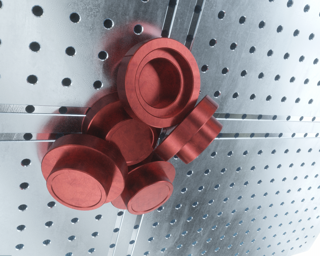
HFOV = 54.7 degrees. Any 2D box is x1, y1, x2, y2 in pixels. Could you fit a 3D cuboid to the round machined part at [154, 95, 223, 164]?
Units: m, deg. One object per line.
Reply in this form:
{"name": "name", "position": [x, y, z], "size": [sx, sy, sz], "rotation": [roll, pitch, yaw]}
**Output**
{"name": "round machined part", "position": [0.041, 0.007, 0.391], "size": [0.042, 0.098, 0.098], "rotation": [43, 95, 2]}

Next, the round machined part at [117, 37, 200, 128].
{"name": "round machined part", "position": [-0.005, -0.051, 0.353], "size": [0.099, 0.042, 0.097], "rotation": [-6, 101, -33]}

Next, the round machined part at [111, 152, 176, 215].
{"name": "round machined part", "position": [-0.021, 0.081, 0.424], "size": [0.099, 0.042, 0.097], "rotation": [-20, 139, -18]}

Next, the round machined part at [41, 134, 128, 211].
{"name": "round machined part", "position": [-0.090, 0.058, 0.357], "size": [0.099, 0.042, 0.097], "rotation": [4, 127, 6]}

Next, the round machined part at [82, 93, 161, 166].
{"name": "round machined part", "position": [-0.042, 0.008, 0.382], "size": [0.099, 0.042, 0.097], "rotation": [-14, 125, -21]}
